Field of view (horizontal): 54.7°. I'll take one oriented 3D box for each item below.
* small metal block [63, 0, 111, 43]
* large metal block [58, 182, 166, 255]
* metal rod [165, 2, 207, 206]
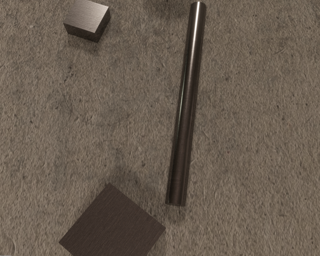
[{"bbox_3d":[-0.109,-0.162,0.466,0.050,0.025,0.050,19,71,6],"label":"small metal block"},{"bbox_3d":[-0.050,0.121,0.350,0.080,0.050,0.080,36,74,12],"label":"large metal block"},{"bbox_3d":[0.039,-0.046,0.425,0.025,0.025,0.299,8,70,2],"label":"metal rod"}]
